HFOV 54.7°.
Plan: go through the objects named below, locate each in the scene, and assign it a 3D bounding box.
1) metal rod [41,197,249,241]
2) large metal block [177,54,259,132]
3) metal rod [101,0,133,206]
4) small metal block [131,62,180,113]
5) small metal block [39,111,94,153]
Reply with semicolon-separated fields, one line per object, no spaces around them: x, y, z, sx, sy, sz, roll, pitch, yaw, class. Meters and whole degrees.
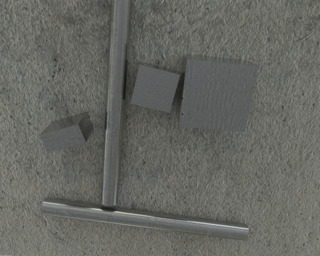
-0.019;0.136;0.459;0.302;0.025;0.025;9;110;-4;metal rod
0.066;-0.044;0.381;0.081;0.050;0.079;5;110;-3;large metal block
-0.057;-0.033;0.396;0.025;0.025;0.298;6;110;-3;metal rod
-0.006;-0.052;0.391;0.050;0.025;0.050;13;110;-6;small metal block
-0.118;0.004;0.396;0.050;0.050;0.025;-16;110;5;small metal block
